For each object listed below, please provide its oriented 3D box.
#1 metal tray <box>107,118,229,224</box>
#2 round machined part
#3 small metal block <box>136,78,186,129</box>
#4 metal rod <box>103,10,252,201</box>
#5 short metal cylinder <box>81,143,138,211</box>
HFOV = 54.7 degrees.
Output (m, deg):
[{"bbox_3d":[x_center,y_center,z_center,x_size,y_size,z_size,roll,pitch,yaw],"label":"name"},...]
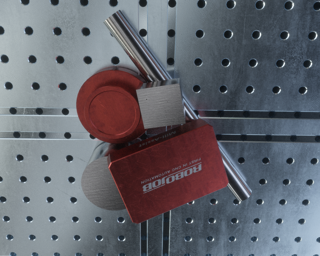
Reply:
[{"bbox_3d":[0.011,0.053,0.385,0.131,0.030,0.090,-21,110,-6],"label":"metal tray"},{"bbox_3d":[-0.057,-0.024,0.390,0.099,0.042,0.097,0,110,1],"label":"round machined part"},{"bbox_3d":[0.003,-0.030,0.373,0.050,0.025,0.050,-8,113,8],"label":"small metal block"},{"bbox_3d":[0.032,-0.017,0.403,0.025,0.025,0.300,-35,107,12],"label":"metal rod"},{"bbox_3d":[-0.060,0.063,0.418,0.081,0.050,0.079,0,110,0],"label":"short metal cylinder"}]
